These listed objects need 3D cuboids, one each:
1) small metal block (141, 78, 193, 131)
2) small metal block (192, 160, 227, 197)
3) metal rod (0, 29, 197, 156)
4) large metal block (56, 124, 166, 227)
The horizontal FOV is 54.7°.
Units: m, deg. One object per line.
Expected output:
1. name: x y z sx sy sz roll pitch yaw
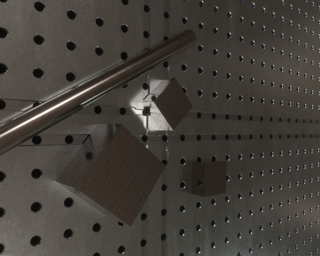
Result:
1. small metal block: 0.011 -0.032 0.420 0.050 0.025 0.050 -50 120 -28
2. small metal block: 0.076 0.076 0.476 0.050 0.025 0.050 3 88 -40
3. metal rod: -0.057 -0.056 0.362 0.302 0.025 0.025 -37 113 -34
4. large metal block: -0.052 0.051 0.351 0.080 0.050 0.080 46 62 -30
